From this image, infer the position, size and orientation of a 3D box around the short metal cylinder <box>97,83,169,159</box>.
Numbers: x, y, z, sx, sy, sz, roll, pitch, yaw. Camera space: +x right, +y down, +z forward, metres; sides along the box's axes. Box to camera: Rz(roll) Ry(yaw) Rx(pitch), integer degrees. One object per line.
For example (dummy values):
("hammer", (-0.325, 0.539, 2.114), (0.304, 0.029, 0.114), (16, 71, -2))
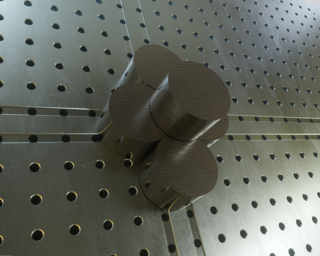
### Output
("short metal cylinder", (-0.031, -0.008, 0.380), (0.081, 0.050, 0.080), (14, 56, -21))

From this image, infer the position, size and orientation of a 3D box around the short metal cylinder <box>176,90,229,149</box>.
("short metal cylinder", (0.045, -0.008, 0.420), (0.081, 0.050, 0.080), (14, 56, -21))

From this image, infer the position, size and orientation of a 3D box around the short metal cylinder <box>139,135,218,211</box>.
("short metal cylinder", (0.022, 0.052, 0.371), (0.081, 0.050, 0.080), (14, 54, -20))

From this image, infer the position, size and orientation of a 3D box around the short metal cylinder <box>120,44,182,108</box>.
("short metal cylinder", (-0.008, -0.068, 0.428), (0.081, 0.050, 0.080), (14, 56, -22))

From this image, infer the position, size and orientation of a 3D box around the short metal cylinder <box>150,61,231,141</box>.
("short metal cylinder", (0.035, -0.031, 0.364), (0.081, 0.050, 0.080), (14, 56, -21))
